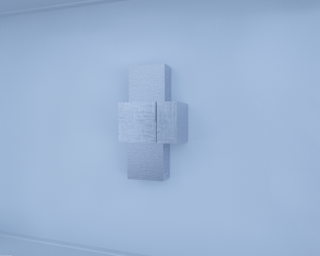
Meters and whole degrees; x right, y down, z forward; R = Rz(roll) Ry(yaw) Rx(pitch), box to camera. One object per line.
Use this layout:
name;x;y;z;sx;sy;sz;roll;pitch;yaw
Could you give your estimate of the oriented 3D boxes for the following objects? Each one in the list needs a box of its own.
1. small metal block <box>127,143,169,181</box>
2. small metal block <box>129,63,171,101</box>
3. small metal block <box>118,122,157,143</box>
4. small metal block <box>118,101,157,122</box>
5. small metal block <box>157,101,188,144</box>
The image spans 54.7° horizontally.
small metal block;-0.015;0.043;0.414;0.050;0.025;0.050;0;90;20
small metal block;-0.013;-0.057;0.413;0.050;0.025;0.050;0;90;20
small metal block;-0.020;0.005;0.402;0.050;0.050;0.025;0;90;20
small metal block;-0.020;-0.020;0.402;0.050;0.050;0.025;0;90;20
small metal block;0.016;-0.007;0.390;0.025;0.050;0.050;0;90;20
